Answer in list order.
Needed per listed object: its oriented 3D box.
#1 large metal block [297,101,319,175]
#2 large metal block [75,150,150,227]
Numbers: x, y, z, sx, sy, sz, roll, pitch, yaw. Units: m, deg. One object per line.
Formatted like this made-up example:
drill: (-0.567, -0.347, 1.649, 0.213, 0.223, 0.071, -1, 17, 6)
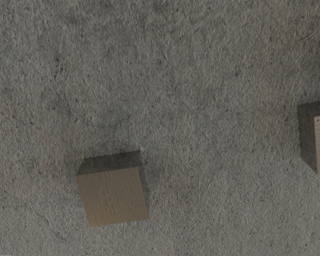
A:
large metal block: (0.231, 0.006, 0.401, 0.080, 0.050, 0.080, -12, 110, 4)
large metal block: (-0.061, 0.083, 0.426, 0.080, 0.050, 0.079, -9, 110, 3)
